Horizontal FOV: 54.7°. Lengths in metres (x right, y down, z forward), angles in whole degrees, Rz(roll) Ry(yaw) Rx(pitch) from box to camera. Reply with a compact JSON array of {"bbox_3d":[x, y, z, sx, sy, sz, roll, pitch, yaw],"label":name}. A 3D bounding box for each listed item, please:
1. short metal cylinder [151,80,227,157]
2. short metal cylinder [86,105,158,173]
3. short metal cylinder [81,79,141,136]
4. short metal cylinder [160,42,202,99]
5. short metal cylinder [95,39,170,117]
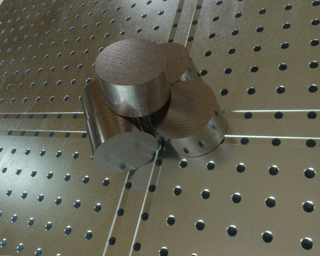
[{"bbox_3d":[0.036,-0.011,0.378,0.080,0.050,0.080,-13,56,20],"label":"short metal cylinder"},{"bbox_3d":[-0.048,0.013,0.389,0.080,0.080,0.050,-30,52,9],"label":"short metal cylinder"},{"bbox_3d":[-0.062,-0.025,0.419,0.080,0.080,0.050,-30,52,9],"label":"short metal cylinder"},{"bbox_3d":[0.011,-0.071,0.427,0.080,0.050,0.080,-13,56,20],"label":"short metal cylinder"},{"bbox_3d":[-0.030,-0.059,0.360,0.080,0.050,0.080,-2,51,3],"label":"short metal cylinder"}]
